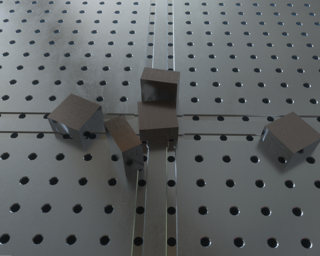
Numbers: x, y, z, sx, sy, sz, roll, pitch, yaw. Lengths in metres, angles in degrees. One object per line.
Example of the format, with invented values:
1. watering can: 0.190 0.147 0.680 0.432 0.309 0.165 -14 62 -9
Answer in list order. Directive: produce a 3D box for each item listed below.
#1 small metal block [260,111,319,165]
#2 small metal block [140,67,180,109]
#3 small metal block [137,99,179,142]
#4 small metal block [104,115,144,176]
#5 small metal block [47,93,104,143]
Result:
1. small metal block: 0.168 0.012 0.399 0.050 0.025 0.050 -24 54 -19
2. small metal block: 0.001 -0.055 0.438 0.050 0.050 0.025 9 51 7
3. small metal block: -0.004 -0.011 0.417 0.050 0.025 0.050 -4 50 -4
4. small metal block: -0.043 0.021 0.374 0.025 0.050 0.050 -24 54 -19
5. small metal block: -0.113 -0.014 0.420 0.050 0.025 0.050 22 53 17
